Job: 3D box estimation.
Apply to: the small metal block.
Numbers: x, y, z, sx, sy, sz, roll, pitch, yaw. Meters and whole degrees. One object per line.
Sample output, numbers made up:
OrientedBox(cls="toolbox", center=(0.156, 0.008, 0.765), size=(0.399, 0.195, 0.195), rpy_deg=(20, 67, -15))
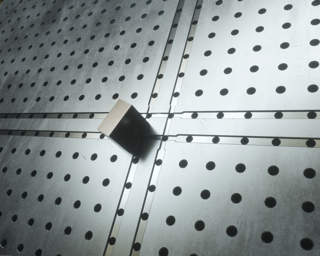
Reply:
OrientedBox(cls="small metal block", center=(-0.049, -0.003, 0.418), size=(0.025, 0.050, 0.050), rpy_deg=(26, 76, 37))
